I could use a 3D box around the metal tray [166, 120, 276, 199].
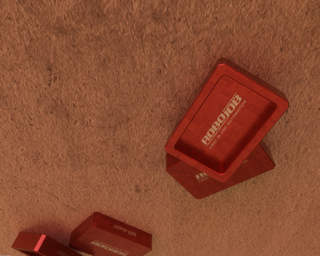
[{"bbox_3d":[0.085,0.048,0.445,0.130,0.030,0.090,-29,125,22],"label":"metal tray"}]

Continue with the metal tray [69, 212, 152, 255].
[{"bbox_3d":[-0.091,0.213,0.584,0.131,0.030,0.090,31,123,-24],"label":"metal tray"}]

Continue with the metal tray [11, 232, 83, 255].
[{"bbox_3d":[-0.201,0.241,0.586,0.090,0.030,0.130,-12,133,38],"label":"metal tray"}]

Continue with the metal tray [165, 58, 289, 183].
[{"bbox_3d":[0.075,-0.006,0.372,0.090,0.030,0.129,30,117,-4],"label":"metal tray"}]
